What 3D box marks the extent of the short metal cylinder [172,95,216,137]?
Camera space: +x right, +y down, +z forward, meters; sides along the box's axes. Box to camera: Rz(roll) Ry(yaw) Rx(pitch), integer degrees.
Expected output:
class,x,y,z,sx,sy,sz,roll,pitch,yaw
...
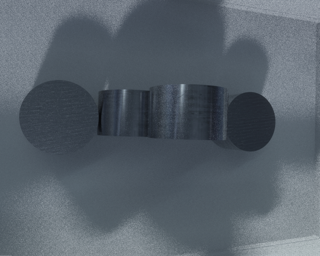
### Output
class,x,y,z,sx,sy,sz,roll,pitch,yaw
short metal cylinder,0.043,-0.013,0.395,0.081,0.080,0.050,2,89,-20

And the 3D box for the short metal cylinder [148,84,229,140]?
class,x,y,z,sx,sy,sz,roll,pitch,yaw
short metal cylinder,0.028,-0.014,0.317,0.081,0.080,0.050,2,89,-20

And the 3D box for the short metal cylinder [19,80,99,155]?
class,x,y,z,sx,sy,sz,roll,pitch,yaw
short metal cylinder,-0.114,-0.011,0.353,0.081,0.050,0.080,0,90,-20

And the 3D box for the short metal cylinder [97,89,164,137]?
class,x,y,z,sx,sy,sz,roll,pitch,yaw
short metal cylinder,-0.033,-0.016,0.367,0.081,0.080,0.050,2,89,-20

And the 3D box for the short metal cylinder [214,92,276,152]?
class,x,y,z,sx,sy,sz,roll,pitch,yaw
short metal cylinder,0.113,-0.008,0.437,0.081,0.050,0.080,0,90,-20
